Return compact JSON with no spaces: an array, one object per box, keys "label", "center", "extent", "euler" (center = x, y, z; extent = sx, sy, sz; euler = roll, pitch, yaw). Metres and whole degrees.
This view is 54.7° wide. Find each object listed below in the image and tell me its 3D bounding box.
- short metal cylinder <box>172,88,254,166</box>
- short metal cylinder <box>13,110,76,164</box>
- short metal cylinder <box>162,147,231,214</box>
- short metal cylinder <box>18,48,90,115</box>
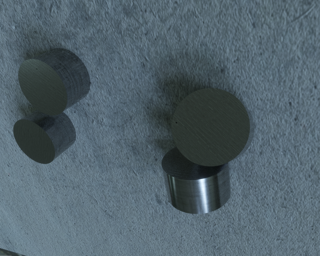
[{"label":"short metal cylinder","center":[0.059,0.000,0.337],"extent":[0.080,0.050,0.080],"euler":[-1,87,21]},{"label":"short metal cylinder","center":[-0.183,0.010,0.494],"extent":[0.080,0.050,0.079],"euler":[13,124,21]},{"label":"short metal cylinder","center":[0.046,0.059,0.384],"extent":[0.080,0.080,0.050],"euler":[5,121,26]},{"label":"short metal cylinder","center":[-0.145,-0.064,0.427],"extent":[0.080,0.050,0.079],"euler":[13,124,21]}]
